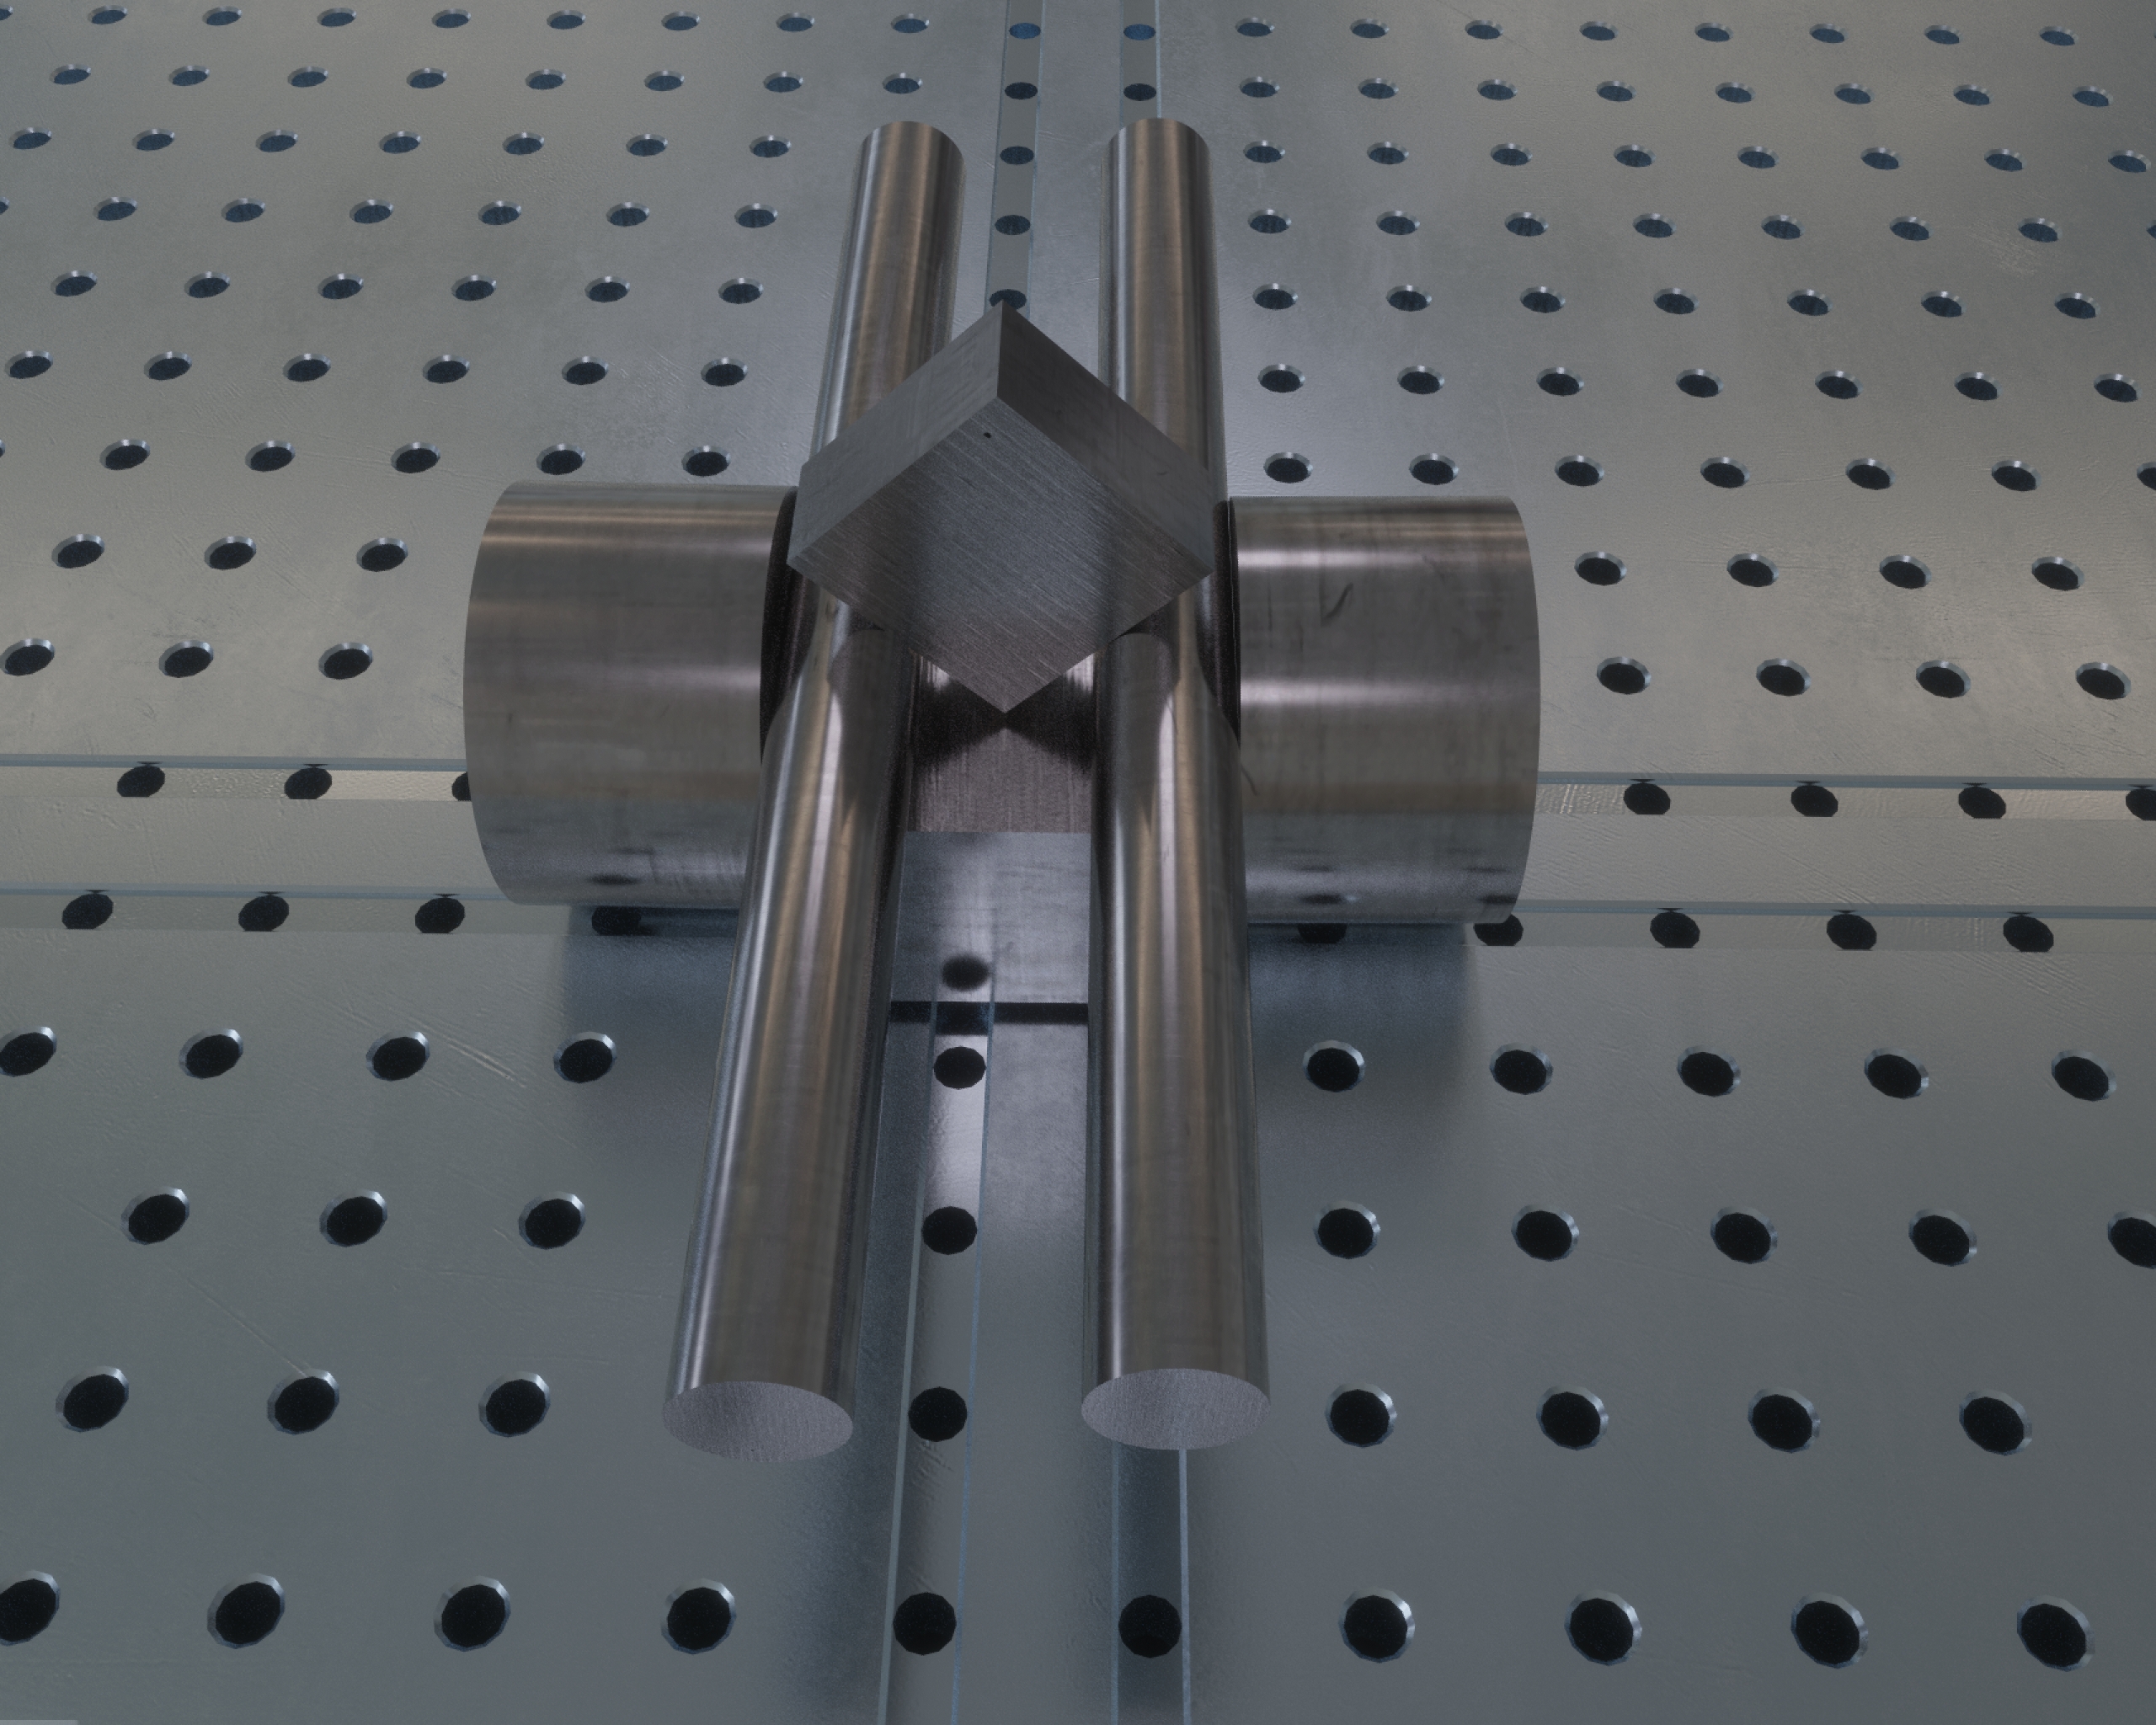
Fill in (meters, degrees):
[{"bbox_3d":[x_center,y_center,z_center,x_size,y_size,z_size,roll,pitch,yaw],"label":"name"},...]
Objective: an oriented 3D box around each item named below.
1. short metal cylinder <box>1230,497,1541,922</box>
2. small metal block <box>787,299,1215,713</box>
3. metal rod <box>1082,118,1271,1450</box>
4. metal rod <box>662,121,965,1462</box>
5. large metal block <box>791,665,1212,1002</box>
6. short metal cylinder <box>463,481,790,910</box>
[{"bbox_3d":[0.053,-0.028,0.391,0.050,0.080,0.080,0,50,1],"label":"short metal cylinder"},{"bbox_3d":[-0.013,-0.059,0.354,0.050,0.050,0.025,-31,41,33],"label":"small metal block"},{"bbox_3d":[0.015,-0.042,0.374,0.025,0.025,0.300,1,50,0],"label":"metal rod"},{"bbox_3d":[-0.040,-0.041,0.372,0.025,0.025,0.300,1,50,0],"label":"metal rod"},{"bbox_3d":[-0.013,-0.020,0.403,0.081,0.050,0.080,1,50,0],"label":"large metal block"},{"bbox_3d":[-0.078,-0.031,0.393,0.050,0.080,0.080,1,50,1],"label":"short metal cylinder"}]
